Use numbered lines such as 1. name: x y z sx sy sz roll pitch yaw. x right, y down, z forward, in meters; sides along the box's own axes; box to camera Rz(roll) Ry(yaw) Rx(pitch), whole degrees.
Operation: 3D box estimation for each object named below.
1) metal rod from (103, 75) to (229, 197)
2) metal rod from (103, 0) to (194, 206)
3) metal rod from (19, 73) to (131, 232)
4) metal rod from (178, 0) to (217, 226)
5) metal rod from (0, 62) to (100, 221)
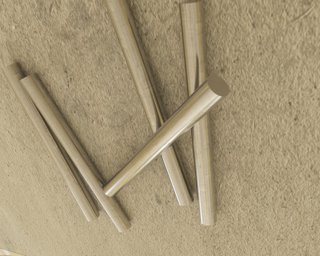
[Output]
1. metal rod: -0.014 0.031 0.402 0.025 0.025 0.298 42 139 -1
2. metal rod: -0.008 -0.025 0.395 0.025 0.025 0.298 -6 116 31
3. metal rod: -0.130 0.049 0.505 0.025 0.025 0.299 -17 110 35
4. metal rod: 0.051 0.003 0.381 0.025 0.025 0.298 6 121 25
5. metal rod: -0.176 0.035 0.520 0.025 0.025 0.299 -9 114 32
